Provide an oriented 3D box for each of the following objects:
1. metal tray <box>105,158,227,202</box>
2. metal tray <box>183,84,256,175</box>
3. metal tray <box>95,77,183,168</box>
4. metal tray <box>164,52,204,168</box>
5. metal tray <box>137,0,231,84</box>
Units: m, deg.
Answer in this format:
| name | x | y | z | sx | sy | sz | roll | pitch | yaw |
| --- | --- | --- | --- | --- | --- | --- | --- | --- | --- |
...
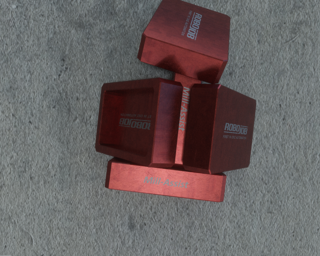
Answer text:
| name | x | y | z | sx | sy | sz | roll | pitch | yaw |
| --- | --- | --- | --- | --- | --- | --- | --- | --- | --- |
| metal tray | 0.006 | 0.058 | 0.378 | 0.131 | 0.090 | 0.030 | 7 | 90 | -1 |
| metal tray | 0.075 | 0.003 | 0.362 | 0.030 | 0.131 | 0.089 | 6 | 91 | 33 |
| metal tray | -0.030 | -0.008 | 0.362 | 0.030 | 0.130 | 0.089 | 6 | 90 | -37 |
| metal tray | 0.026 | -0.021 | 0.378 | 0.030 | 0.090 | 0.129 | 7 | 90 | 0 |
| metal tray | 0.034 | -0.109 | 0.365 | 0.090 | 0.130 | 0.030 | 18 | 131 | -1 |
